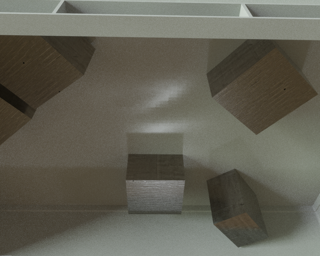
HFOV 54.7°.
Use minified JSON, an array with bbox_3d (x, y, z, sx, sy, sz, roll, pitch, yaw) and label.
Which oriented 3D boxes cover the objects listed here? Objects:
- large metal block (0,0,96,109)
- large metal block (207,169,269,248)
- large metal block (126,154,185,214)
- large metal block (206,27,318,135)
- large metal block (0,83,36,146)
[{"bbox_3d":[-0.129,-0.077,0.319,0.080,0.050,0.080,-27,126,29],"label":"large metal block"},{"bbox_3d":[0.119,0.124,0.481,0.050,0.080,0.080,-28,125,21],"label":"large metal block"},{"bbox_3d":[-0.007,0.085,0.465,0.081,0.050,0.079,1,130,-1],"label":"large metal block"},{"bbox_3d":[0.113,-0.050,0.352,0.080,0.050,0.080,35,122,-27],"label":"large metal block"},{"bbox_3d":[-0.202,-0.030,0.364,0.080,0.050,0.080,-33,123,24],"label":"large metal block"}]
